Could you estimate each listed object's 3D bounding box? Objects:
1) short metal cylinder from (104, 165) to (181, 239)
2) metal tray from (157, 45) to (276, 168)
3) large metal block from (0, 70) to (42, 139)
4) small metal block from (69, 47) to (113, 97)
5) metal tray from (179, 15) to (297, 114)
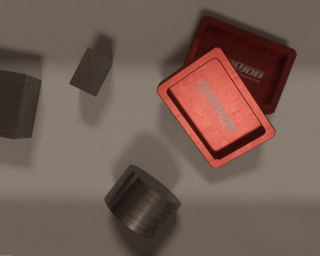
[{"bbox_3d":[-0.021,0.090,0.384,0.080,0.080,0.050,37,90,-1],"label":"short metal cylinder"},{"bbox_3d":[0.069,-0.024,0.385,0.090,0.030,0.130,-33,102,16],"label":"metal tray"},{"bbox_3d":[-0.208,-0.033,0.396,0.080,0.050,0.080,10,90,-1],"label":"large metal block"},{"bbox_3d":[-0.087,-0.070,0.398,0.025,0.050,0.050,27,90,0],"label":"small metal block"},{"bbox_3d":[0.100,-0.081,0.410,0.131,0.030,0.090,21,90,-1],"label":"metal tray"}]
